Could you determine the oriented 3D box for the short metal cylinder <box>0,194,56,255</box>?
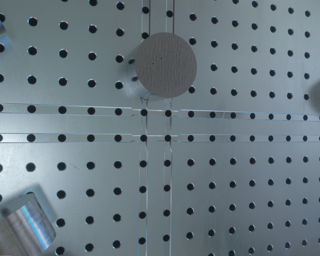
[{"bbox_3d":[-0.159,0.112,0.325,0.081,0.080,0.050,-28,99,-18],"label":"short metal cylinder"}]

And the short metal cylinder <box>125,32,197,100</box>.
[{"bbox_3d":[0.000,-0.076,0.399,0.081,0.050,0.079,0,90,-20],"label":"short metal cylinder"}]

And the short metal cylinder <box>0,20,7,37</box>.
[{"bbox_3d":[-0.201,-0.119,0.309,0.050,0.080,0.080,-37,102,-16],"label":"short metal cylinder"}]
